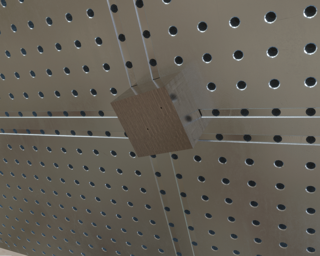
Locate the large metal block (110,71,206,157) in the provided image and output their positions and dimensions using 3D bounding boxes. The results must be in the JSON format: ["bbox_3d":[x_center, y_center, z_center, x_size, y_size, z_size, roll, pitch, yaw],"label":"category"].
[{"bbox_3d":[-0.001,-0.015,0.385,0.080,0.050,0.080,-13,112,33],"label":"large metal block"}]
